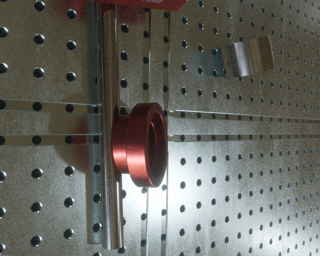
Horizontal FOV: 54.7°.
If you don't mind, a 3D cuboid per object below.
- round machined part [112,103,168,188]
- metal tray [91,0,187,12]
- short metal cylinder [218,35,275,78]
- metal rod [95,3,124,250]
[{"bbox_3d":[-0.023,0.020,0.361,0.098,0.042,0.097,-2,91,-75],"label":"round machined part"},{"bbox_3d":[-0.032,-0.187,0.358,0.131,0.030,0.090,-12,75,-40],"label":"metal tray"},{"bbox_3d":[0.137,-0.113,0.491,0.081,0.080,0.050,-22,105,-38],"label":"short metal cylinder"},{"bbox_3d":[-0.059,-0.011,0.361,0.025,0.025,0.298,-3,92,-40],"label":"metal rod"}]
